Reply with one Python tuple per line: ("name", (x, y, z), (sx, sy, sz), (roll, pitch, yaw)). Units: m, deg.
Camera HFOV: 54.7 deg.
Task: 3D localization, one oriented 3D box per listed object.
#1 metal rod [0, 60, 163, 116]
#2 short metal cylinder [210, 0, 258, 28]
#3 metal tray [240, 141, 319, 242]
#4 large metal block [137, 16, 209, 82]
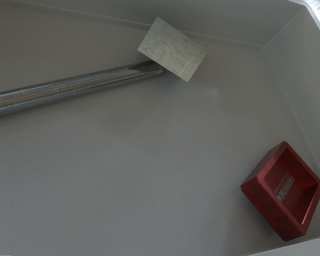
("metal rod", (-0.118, -0.046, 0.370), (0.302, 0.025, 0.025), (-21, 74, -36))
("short metal cylinder", (0.150, -0.251, 0.629), (0.081, 0.050, 0.080), (14, 56, -21))
("metal tray", (0.176, 0.082, 0.435), (0.090, 0.030, 0.131), (51, 42, 8))
("large metal block", (0.018, -0.115, 0.447), (0.080, 0.050, 0.080), (31, 16, -8))
